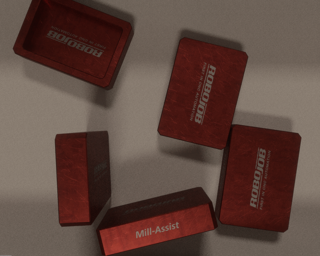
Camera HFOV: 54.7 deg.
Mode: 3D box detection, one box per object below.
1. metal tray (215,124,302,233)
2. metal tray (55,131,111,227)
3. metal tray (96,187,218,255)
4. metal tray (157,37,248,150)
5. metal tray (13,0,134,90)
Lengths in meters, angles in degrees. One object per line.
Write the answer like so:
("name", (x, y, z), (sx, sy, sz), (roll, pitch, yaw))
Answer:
("metal tray", (0.128, 0.065, 0.411), (0.091, 0.030, 0.129), (8, 90, -1))
("metal tray", (-0.083, 0.049, 0.358), (0.030, 0.130, 0.089), (-3, 90, 0))
("metal tray", (-0.003, 0.109, 0.379), (0.131, 0.090, 0.030), (-13, 90, -1))
("metal tray", (0.055, -0.044, 0.410), (0.091, 0.030, 0.129), (14, 90, -1))
("metal tray", (-0.111, -0.114, 0.407), (0.131, 0.030, 0.090), (21, 90, -1))
